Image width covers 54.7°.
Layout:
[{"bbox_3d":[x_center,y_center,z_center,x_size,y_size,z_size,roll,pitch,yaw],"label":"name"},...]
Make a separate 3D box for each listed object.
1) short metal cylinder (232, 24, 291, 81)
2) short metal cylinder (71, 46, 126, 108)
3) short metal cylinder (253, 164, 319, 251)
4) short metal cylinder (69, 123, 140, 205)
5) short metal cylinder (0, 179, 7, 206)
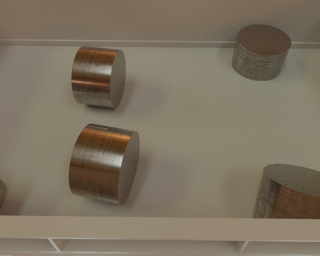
[{"bbox_3d":[0.158,-0.120,0.490,0.080,0.050,0.080,0,50,0],"label":"short metal cylinder"},{"bbox_3d":[-0.082,-0.070,0.427,0.050,0.080,0.080,7,51,6],"label":"short metal cylinder"},{"bbox_3d":[0.137,0.073,0.303,0.080,0.050,0.080,8,14,-2],"label":"short metal cylinder"},{"bbox_3d":[-0.057,0.038,0.337,0.050,0.080,0.080,10,51,8],"label":"short metal cylinder"},{"bbox_3d":[-0.204,0.073,0.306,0.080,0.080,0.050,4,50,3],"label":"short metal cylinder"}]
